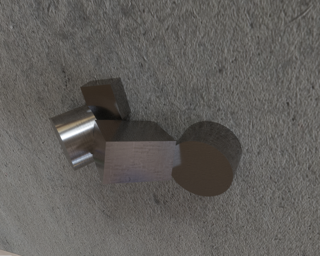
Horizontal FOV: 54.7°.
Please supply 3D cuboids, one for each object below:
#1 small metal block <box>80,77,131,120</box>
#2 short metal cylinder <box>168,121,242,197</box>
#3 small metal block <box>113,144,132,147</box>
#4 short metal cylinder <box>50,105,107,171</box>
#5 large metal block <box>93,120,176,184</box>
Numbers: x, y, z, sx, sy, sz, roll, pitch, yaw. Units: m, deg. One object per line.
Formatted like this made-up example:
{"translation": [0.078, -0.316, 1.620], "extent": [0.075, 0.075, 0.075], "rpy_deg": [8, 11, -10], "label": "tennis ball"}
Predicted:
{"translation": [-0.073, -0.039, 0.421], "extent": [0.050, 0.025, 0.050], "rpy_deg": [-1, 118, 28], "label": "small metal block"}
{"translation": [0.056, 0.038, 0.385], "extent": [0.080, 0.050, 0.079], "rpy_deg": [13, 124, 20], "label": "short metal cylinder"}
{"translation": [-0.052, 0.039, 0.458], "extent": [0.050, 0.025, 0.050], "rpy_deg": [3, 120, 26], "label": "small metal block"}
{"translation": [-0.113, 0.013, 0.435], "extent": [0.080, 0.050, 0.080], "rpy_deg": [50, 155, 35], "label": "short metal cylinder"}
{"translation": [-0.035, 0.026, 0.382], "extent": [0.081, 0.080, 0.050], "rpy_deg": [1, 108, -21], "label": "large metal block"}
